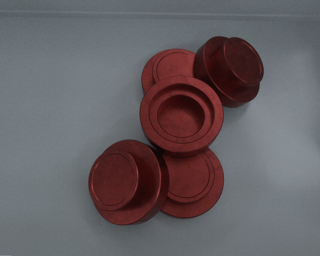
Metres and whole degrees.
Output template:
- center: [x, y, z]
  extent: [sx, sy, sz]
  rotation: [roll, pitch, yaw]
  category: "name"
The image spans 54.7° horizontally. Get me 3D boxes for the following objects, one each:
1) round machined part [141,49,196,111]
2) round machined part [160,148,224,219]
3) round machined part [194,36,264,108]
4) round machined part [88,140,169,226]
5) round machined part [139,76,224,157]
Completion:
- center: [0.024, -0.068, 0.424]
  extent: [0.099, 0.042, 0.098]
  rotation: [0, 70, -1]
  category: "round machined part"
- center: [0.029, 0.059, 0.377]
  extent: [0.099, 0.042, 0.098]
  rotation: [0, 70, -1]
  category: "round machined part"
- center: [0.097, -0.079, 0.406]
  extent: [0.099, 0.042, 0.098]
  rotation: [13, 64, -28]
  category: "round machined part"
- center: [-0.042, 0.061, 0.354]
  extent: [0.098, 0.042, 0.098]
  rotation: [-9, 72, 28]
  category: "round machined part"
- center: [0.025, -0.011, 0.380]
  extent: [0.099, 0.042, 0.098]
  rotation: [0, 70, -1]
  category: "round machined part"
